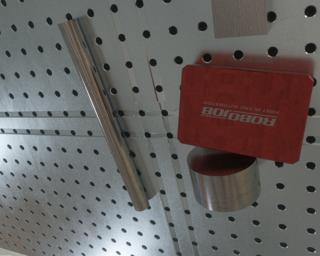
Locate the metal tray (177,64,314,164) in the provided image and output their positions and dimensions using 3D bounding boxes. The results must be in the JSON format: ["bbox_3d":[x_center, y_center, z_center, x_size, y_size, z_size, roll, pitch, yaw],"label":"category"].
[{"bbox_3d":[0.087,-0.019,0.335,0.130,0.030,0.089,10,107,22],"label":"metal tray"}]

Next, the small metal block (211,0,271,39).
[{"bbox_3d":[0.078,-0.116,0.298,0.050,0.025,0.050,3,120,26],"label":"small metal block"}]

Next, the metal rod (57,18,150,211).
[{"bbox_3d":[-0.073,-0.003,0.445,0.025,0.025,0.298,-5,116,30],"label":"metal rod"}]

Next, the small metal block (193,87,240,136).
[{"bbox_3d":[0.066,-0.021,0.363,0.050,0.025,0.050,11,123,21],"label":"small metal block"}]

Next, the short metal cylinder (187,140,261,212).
[{"bbox_3d":[0.076,0.053,0.368,0.080,0.080,0.050,1,119,27],"label":"short metal cylinder"}]
